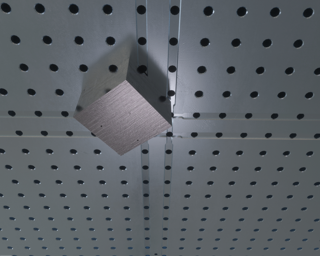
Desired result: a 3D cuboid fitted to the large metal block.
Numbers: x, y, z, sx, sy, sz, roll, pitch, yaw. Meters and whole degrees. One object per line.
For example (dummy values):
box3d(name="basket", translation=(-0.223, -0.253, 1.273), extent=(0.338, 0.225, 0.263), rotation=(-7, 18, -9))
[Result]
box3d(name="large metal block", translation=(-0.042, -0.023, 0.375), extent=(0.080, 0.050, 0.080), rotation=(-31, 124, 23))
